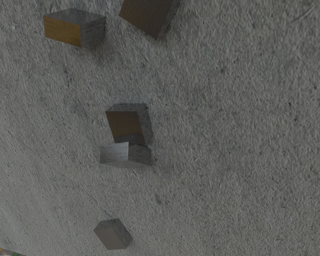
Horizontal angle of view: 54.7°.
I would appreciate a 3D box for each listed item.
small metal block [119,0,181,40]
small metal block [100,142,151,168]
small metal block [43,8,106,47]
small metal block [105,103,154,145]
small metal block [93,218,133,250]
[{"bbox_3d":[-0.010,-0.132,0.330,0.050,0.025,0.050,34,129,5],"label":"small metal block"},{"bbox_3d":[-0.048,0.040,0.438,0.050,0.050,0.025,-10,70,32],"label":"small metal block"},{"bbox_3d":[-0.100,-0.121,0.369,0.050,0.050,0.025,20,126,17],"label":"small metal block"},{"bbox_3d":[-0.041,-0.006,0.425,0.050,0.025,0.050,1,119,27],"label":"small metal block"},{"bbox_3d":[-0.087,0.198,0.575,0.050,0.025,0.050,-20,108,35],"label":"small metal block"}]
